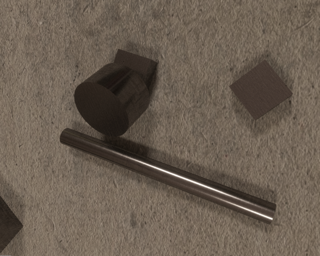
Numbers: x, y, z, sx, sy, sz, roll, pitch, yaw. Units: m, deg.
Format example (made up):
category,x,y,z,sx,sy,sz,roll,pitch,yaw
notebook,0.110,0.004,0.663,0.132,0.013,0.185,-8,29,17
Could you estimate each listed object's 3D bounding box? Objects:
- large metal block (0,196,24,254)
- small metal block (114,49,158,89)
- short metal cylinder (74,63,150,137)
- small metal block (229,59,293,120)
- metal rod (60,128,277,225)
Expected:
category,x,y,z,sx,sy,sz,roll,pitch,yaw
large metal block,-0.281,0.159,0.493,0.080,0.050,0.080,45,104,14
small metal block,-0.038,-0.074,0.421,0.050,0.025,0.050,22,97,18
short metal cylinder,-0.061,-0.036,0.395,0.080,0.050,0.079,19,135,21
small metal block,0.119,-0.044,0.367,0.050,0.025,0.050,-37,78,16
metal rod,-0.003,0.056,0.409,0.301,0.025,0.025,18,96,18
